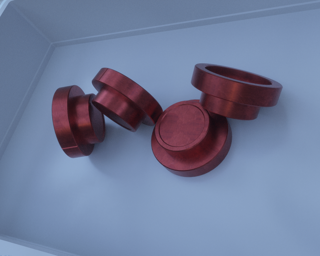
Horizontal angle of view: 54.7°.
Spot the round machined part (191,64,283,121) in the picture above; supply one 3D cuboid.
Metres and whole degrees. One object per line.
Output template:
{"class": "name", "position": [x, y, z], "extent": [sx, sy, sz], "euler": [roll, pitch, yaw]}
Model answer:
{"class": "round machined part", "position": [0.083, -0.040, 0.352], "extent": [0.098, 0.099, 0.042], "euler": [29, 116, 37]}

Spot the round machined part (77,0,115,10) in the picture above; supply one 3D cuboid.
{"class": "round machined part", "position": [-0.123, -0.282, 0.632], "extent": [0.098, 0.042, 0.098], "euler": [-13, 56, 20]}

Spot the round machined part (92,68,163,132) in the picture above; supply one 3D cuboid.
{"class": "round machined part", "position": [-0.048, -0.030, 0.401], "extent": [0.098, 0.098, 0.042], "euler": [26, 76, 36]}

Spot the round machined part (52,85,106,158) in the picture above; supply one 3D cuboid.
{"class": "round machined part", "position": [-0.104, -0.010, 0.420], "extent": [0.042, 0.098, 0.098], "euler": [-10, 56, 5]}

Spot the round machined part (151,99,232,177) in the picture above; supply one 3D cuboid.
{"class": "round machined part", "position": [0.033, 0.006, 0.373], "extent": [0.098, 0.042, 0.098], "euler": [-13, 56, 20]}
